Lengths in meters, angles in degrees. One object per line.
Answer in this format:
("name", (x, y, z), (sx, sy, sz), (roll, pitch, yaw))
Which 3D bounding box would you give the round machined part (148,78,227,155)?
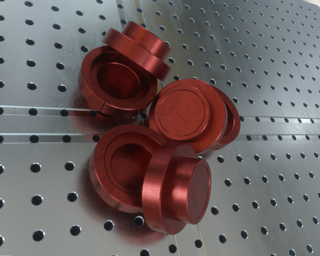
("round machined part", (0.031, -0.015, 0.384), (0.098, 0.098, 0.042), (63, 12, 17))

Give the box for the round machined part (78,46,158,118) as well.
("round machined part", (-0.056, -0.054, 0.399), (0.099, 0.042, 0.098), (13, 56, -21))

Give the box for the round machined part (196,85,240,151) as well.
("round machined part", (0.060, -0.012, 0.436), (0.099, 0.042, 0.098), (13, 56, -21))

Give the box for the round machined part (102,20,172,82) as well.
("round machined part", (-0.024, -0.106, 0.413), (0.098, 0.042, 0.098), (33, 7, -4))

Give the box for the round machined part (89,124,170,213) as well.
("round machined part", (-0.031, 0.048, 0.350), (0.099, 0.042, 0.098), (13, 56, -21))

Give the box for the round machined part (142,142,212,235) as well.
("round machined part", (0.024, 0.065, 0.333), (0.099, 0.042, 0.097), (-15, 107, -60))
